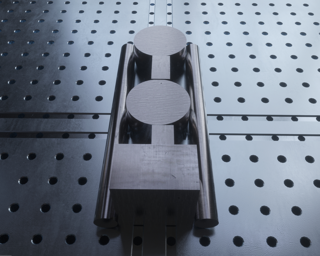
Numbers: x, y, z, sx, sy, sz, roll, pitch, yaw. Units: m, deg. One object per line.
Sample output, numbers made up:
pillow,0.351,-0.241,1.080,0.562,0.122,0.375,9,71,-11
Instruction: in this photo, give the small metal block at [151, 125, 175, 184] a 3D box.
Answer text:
small metal block,0.003,0.032,0.364,0.025,0.050,0.050,0,50,0

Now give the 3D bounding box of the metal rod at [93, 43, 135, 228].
metal rod,-0.054,-0.016,0.419,0.025,0.025,0.300,1,50,1

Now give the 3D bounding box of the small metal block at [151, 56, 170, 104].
small metal block,0.001,-0.069,0.447,0.025,0.050,0.050,1,50,1

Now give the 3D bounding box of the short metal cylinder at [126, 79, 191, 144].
short metal cylinder,-0.002,-0.018,0.406,0.080,0.050,0.080,0,50,0

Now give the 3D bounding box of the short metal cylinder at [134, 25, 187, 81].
short metal cylinder,0.000,-0.118,0.490,0.080,0.050,0.080,0,50,0

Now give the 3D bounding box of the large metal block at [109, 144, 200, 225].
large metal block,-0.004,0.061,0.321,0.080,0.080,0.050,1,50,0

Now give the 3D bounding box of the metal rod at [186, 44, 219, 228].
metal rod,0.051,-0.015,0.419,0.025,0.025,0.300,1,50,1
